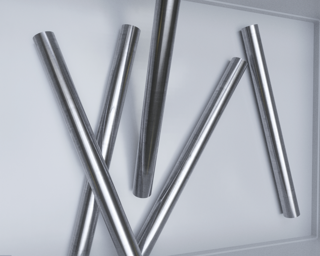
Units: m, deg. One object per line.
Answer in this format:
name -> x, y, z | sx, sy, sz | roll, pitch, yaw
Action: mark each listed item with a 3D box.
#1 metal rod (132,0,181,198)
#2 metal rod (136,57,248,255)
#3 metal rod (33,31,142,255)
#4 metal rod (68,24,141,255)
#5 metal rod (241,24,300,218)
metal rod -> -0.003, -0.051, 0.346 | 0.025, 0.025, 0.298 | -1, 115, -20
metal rod -> 0.046, 0.032, 0.428 | 0.025, 0.025, 0.299 | 32, 79, -18
metal rod -> -0.080, 0.032, 0.357 | 0.025, 0.025, 0.299 | -21, 89, -19
metal rod -> -0.069, 0.018, 0.385 | 0.025, 0.025, 0.298 | 14, 85, -20
metal rod -> 0.171, -0.007, 0.475 | 0.025, 0.025, 0.298 | -17, 96, -20
